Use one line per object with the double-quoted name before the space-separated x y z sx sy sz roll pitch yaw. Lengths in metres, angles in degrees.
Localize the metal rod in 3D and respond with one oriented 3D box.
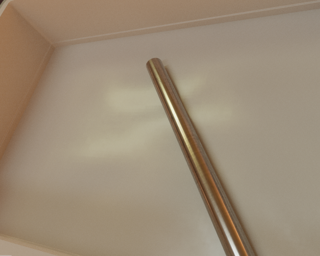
"metal rod" 0.035 0.015 0.377 0.025 0.025 0.299 -29 52 10
